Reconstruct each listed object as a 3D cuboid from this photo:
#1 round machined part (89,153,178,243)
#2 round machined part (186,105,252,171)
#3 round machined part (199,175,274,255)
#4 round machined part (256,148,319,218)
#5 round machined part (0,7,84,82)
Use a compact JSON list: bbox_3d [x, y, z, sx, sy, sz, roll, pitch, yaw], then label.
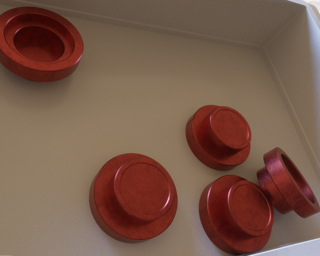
[{"bbox_3d":[-0.024,0.072,0.339,0.099,0.042,0.098,14,56,-21],"label":"round machined part"},{"bbox_3d":[0.089,0.008,0.440,0.099,0.042,0.098,14,56,-21],"label":"round machined part"},{"bbox_3d":[0.102,0.105,0.388,0.099,0.042,0.098,14,56,-21],"label":"round machined part"},{"bbox_3d":[0.170,0.078,0.424,0.098,0.042,0.098,41,27,-25],"label":"round machined part"},{"bbox_3d":[-0.147,-0.095,0.375,0.099,0.042,0.098,14,56,-21],"label":"round machined part"}]
